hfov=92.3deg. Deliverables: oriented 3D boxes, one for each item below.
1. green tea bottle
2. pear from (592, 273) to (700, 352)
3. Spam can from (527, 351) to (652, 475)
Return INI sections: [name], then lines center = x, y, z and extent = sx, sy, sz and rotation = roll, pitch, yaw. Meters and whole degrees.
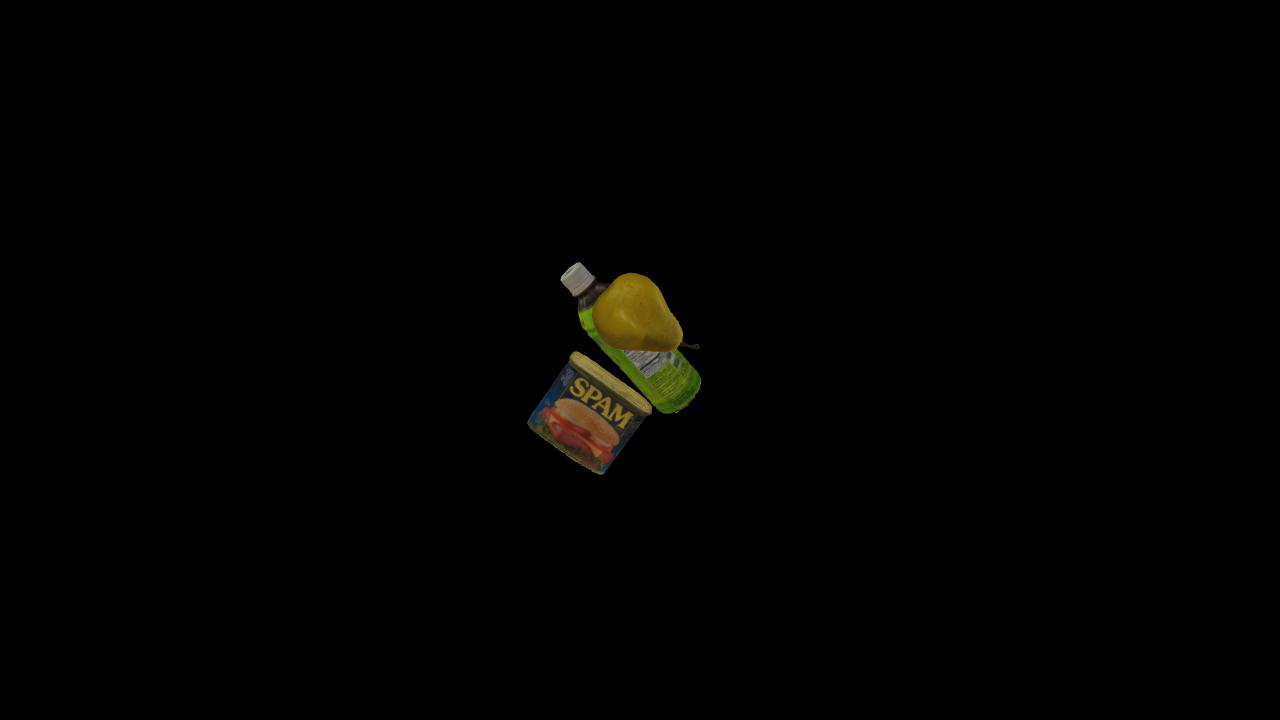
[green tea bottle]
center = -0.012, -0.028, 0.727
extent = 0.073, 0.212, 0.073
rotation = -33, 25, 17
[pear]
center = 0.006, -0.034, 0.633
extent = 0.111, 0.080, 0.080
rotation = 42, 0, 0
[Spam can]
center = -0.052, 0.055, 0.635
extent = 0.101, 0.085, 0.058
rotation = 36, 9, -2
